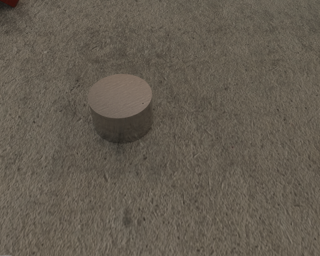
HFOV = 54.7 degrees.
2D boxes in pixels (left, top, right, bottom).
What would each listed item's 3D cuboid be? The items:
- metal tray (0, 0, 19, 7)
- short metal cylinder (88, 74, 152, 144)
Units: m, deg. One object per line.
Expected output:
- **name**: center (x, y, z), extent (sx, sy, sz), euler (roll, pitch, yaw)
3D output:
- **metal tray**: center (-0.341, -0.286, 0.583), extent (0.090, 0.131, 0.030), euler (46, 107, 31)
- **short metal cylinder**: center (-0.050, -0.026, 0.408), extent (0.081, 0.050, 0.080), euler (0, 50, 0)
